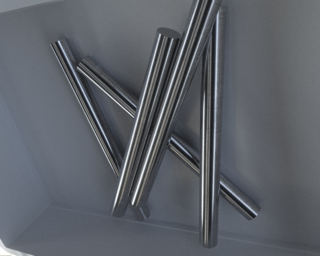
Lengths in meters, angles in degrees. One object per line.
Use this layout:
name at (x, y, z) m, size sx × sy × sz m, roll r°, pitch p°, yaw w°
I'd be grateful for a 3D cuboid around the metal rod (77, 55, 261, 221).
metal rod at (0.012, 0.014, 0.409) m, size 0.300 × 0.025 × 0.025 m, roll 41°, pitch 129°, yaw -1°

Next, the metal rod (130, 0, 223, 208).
metal rod at (0.006, -0.006, 0.366) m, size 0.025 × 0.025 × 0.298 m, roll 27°, pitch 128°, yaw 11°

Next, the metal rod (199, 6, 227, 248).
metal rod at (0.059, 0.017, 0.364) m, size 0.025 × 0.025 × 0.298 m, roll 8°, pitch 115°, yaw 24°

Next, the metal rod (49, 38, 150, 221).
metal rod at (-0.081, 0.015, 0.458) m, size 0.025 × 0.025 × 0.299 m, roll -9°, pitch 114°, yaw 32°

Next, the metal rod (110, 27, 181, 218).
metal rod at (-0.029, 0.018, 0.399) m, size 0.025 × 0.025 × 0.298 m, roll 27°, pitch 128°, yaw 11°
